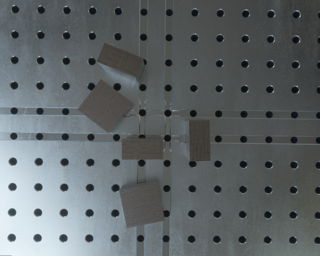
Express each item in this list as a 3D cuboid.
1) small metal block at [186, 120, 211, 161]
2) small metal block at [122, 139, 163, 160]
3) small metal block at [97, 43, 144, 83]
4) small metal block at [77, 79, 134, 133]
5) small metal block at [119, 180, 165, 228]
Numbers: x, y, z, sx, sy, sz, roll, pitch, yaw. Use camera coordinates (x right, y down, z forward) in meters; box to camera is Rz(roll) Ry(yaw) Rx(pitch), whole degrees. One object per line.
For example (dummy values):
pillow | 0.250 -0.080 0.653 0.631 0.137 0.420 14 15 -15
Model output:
small metal block | 0.048 0.015 0.402 0.025 0.050 0.050 -1 90 0
small metal block | -0.021 0.026 0.401 0.050 0.050 0.025 0 90 -1
small metal block | -0.049 -0.083 0.400 0.050 0.050 0.025 22 90 -1
small metal block | -0.072 -0.029 0.412 0.050 0.025 0.050 38 90 -1
small metal block | -0.023 0.100 0.413 0.050 0.025 0.050 -11 90 -1
